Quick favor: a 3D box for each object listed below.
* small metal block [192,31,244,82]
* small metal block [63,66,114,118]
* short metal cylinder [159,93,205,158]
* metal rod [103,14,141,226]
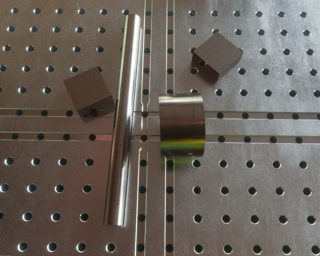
[{"bbox_3d":[0.083,-0.103,0.450,0.050,0.025,0.050,-42,76,-14],"label":"small metal block"},{"bbox_3d":[-0.098,-0.050,0.429,0.050,0.025,0.050,-26,72,-9],"label":"small metal block"},{"bbox_3d":[0.025,-0.003,0.384,0.050,0.080,0.080,-2,70,-1],"label":"short metal cylinder"},{"bbox_3d":[-0.048,-0.025,0.420,0.025,0.025,0.299,3,70,1],"label":"metal rod"}]
